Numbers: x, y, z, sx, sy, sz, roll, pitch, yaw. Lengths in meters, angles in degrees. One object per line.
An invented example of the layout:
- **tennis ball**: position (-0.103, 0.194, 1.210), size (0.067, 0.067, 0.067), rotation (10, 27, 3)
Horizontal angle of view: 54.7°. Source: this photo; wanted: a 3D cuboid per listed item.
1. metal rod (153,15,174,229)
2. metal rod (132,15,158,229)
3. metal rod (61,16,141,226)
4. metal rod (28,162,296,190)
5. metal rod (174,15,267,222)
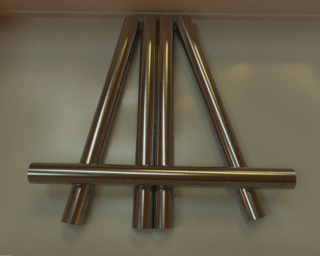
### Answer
- **metal rod**: position (0.007, -0.022, 0.416), size (0.025, 0.025, 0.299), rotation (1, 70, 0)
- **metal rod**: position (-0.018, -0.022, 0.416), size (0.025, 0.025, 0.299), rotation (1, 70, 0)
- **metal rod**: position (-0.073, -0.024, 0.416), size (0.025, 0.025, 0.299), rotation (12, 70, 4)
- **metal rod**: position (0.002, 0.056, 0.360), size (0.302, 0.025, 0.025), rotation (1, 70, 0)
- **metal rod**: position (0.074, -0.027, 0.419), size (0.025, 0.025, 0.299), rotation (-15, 71, -5)
